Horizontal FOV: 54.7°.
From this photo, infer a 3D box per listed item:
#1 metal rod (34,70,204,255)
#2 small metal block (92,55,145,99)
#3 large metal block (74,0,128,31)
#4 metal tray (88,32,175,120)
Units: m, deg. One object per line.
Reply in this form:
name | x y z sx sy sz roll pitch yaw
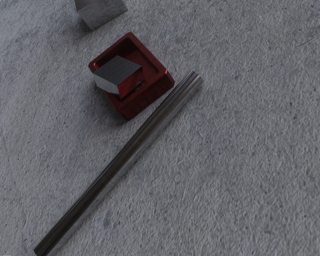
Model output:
metal rod | -0.048 0.043 0.400 0.300 0.025 0.025 -49 52 -7
small metal block | -0.060 -0.075 0.449 0.050 0.025 0.050 29 58 29
large metal block | -0.116 -0.248 0.599 0.080 0.050 0.080 -28 52 10
metal tray | -0.048 -0.083 0.474 0.090 0.030 0.130 -38 51 2
